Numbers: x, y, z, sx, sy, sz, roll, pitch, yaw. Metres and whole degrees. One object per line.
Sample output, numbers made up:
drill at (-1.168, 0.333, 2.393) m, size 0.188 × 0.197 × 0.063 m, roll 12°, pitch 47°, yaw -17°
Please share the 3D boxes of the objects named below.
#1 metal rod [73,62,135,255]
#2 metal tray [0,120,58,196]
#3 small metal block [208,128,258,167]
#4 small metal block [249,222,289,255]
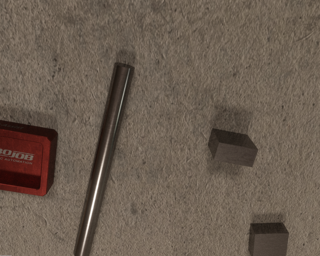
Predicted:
metal rod at (-0.082, 0.058, 0.430) m, size 0.025 × 0.025 × 0.298 m, roll 14°, pitch 109°, yaw -6°
metal tray at (-0.211, 0.037, 0.417) m, size 0.131 × 0.030 × 0.089 m, roll 10°, pitch 110°, yaw -5°
small metal block at (0.094, 0.025, 0.407) m, size 0.050 × 0.050 × 0.025 m, roll 11°, pitch 110°, yaw -4°
small metal block at (0.166, 0.175, 0.477) m, size 0.050 × 0.025 × 0.050 m, roll -2°, pitch 110°, yaw 0°
